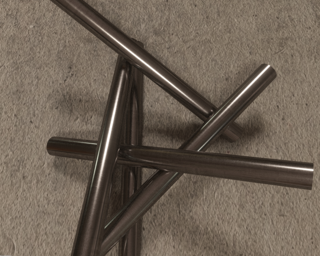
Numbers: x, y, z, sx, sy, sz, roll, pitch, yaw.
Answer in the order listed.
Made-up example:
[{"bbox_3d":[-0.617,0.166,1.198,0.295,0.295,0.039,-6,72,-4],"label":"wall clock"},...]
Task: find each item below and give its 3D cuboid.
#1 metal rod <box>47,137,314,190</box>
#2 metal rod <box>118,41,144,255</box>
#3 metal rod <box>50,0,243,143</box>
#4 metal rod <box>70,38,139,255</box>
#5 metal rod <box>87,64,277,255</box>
[{"bbox_3d":[0.001,0.034,0.341,0.301,0.025,0.025,4,69,23],"label":"metal rod"},{"bbox_3d":[-0.036,0.020,0.400,0.025,0.025,0.299,0,70,0],"label":"metal rod"},{"bbox_3d":[-0.017,-0.081,0.385,0.301,0.025,0.025,37,73,-8],"label":"metal rod"},{"bbox_3d":[-0.055,0.011,0.344,0.025,0.025,0.300,6,58,2],"label":"metal rod"},{"bbox_3d":[0.033,0.031,0.364,0.025,0.025,0.301,43,78,13],"label":"metal rod"}]
